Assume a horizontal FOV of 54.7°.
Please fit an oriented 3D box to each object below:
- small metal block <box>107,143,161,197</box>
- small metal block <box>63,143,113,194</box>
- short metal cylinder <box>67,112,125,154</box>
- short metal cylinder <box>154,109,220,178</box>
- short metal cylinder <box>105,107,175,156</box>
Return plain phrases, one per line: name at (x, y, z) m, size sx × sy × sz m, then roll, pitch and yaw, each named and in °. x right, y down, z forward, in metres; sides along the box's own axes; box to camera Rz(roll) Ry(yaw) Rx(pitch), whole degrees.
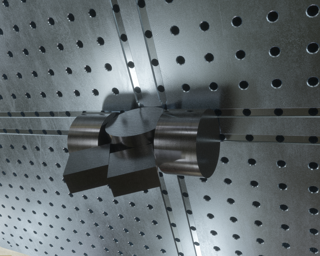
small metal block at (-0.028, 0.045, 0.338) m, size 0.050 × 0.050 × 0.025 m, roll -13°, pitch 115°, yaw 0°
small metal block at (-0.080, 0.046, 0.360) m, size 0.050 × 0.050 × 0.025 m, roll -14°, pitch 115°, yaw -1°
short metal cylinder at (-0.080, 0.018, 0.428) m, size 0.050 × 0.080 × 0.080 m, roll 1°, pitch 119°, yaw 28°
short metal cylinder at (0.035, 0.017, 0.367) m, size 0.050 × 0.080 × 0.080 m, roll 1°, pitch 119°, yaw 29°
short metal cylinder at (-0.024, 0.012, 0.396) m, size 0.080 × 0.080 × 0.050 m, roll 1°, pitch 119°, yaw 27°
